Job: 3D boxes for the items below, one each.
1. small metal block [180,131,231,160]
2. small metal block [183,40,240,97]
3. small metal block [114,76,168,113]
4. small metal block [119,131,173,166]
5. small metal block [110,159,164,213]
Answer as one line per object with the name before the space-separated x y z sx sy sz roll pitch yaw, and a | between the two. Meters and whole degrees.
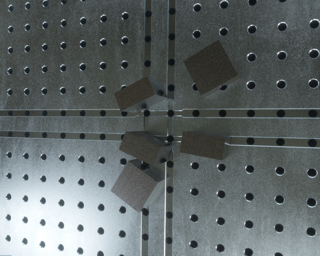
small metal block | 0.057 0.020 0.379 0.050 0.050 0.025 10 94 20
small metal block | 0.065 -0.073 0.390 0.050 0.025 0.050 -28 81 18
small metal block | -0.024 -0.042 0.408 0.050 0.050 0.025 -24 82 18
small metal block | -0.017 0.025 0.406 0.050 0.050 0.025 23 98 18
small metal block | -0.031 0.078 0.424 0.050 0.025 0.050 34 101 17
